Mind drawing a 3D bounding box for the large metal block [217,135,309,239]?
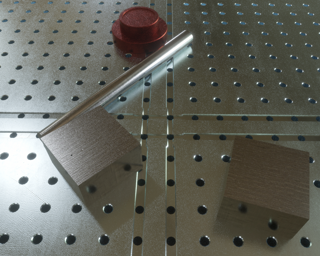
[{"bbox_3d":[0.113,0.063,0.339,0.080,0.050,0.080,13,51,11],"label":"large metal block"}]

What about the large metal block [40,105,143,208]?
[{"bbox_3d":[-0.078,0.030,0.365,0.080,0.050,0.080,-34,58,-25],"label":"large metal block"}]

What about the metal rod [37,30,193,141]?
[{"bbox_3d":[-0.050,-0.071,0.466,0.025,0.025,0.301,33,57,24],"label":"metal rod"}]

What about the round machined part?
[{"bbox_3d":[-0.036,-0.178,0.546,0.099,0.042,0.098,0,50,0],"label":"round machined part"}]
